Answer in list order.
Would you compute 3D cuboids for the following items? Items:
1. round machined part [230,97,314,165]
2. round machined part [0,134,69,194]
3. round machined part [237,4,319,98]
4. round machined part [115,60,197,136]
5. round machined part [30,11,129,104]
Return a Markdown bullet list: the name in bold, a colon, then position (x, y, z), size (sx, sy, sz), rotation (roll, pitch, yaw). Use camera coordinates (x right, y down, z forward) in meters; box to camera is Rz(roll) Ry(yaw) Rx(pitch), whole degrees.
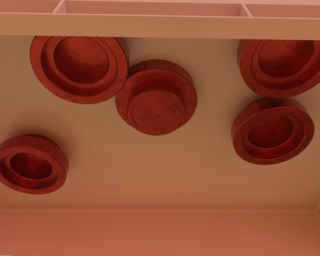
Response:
- **round machined part**: position (0.141, 0.000, 0.400), size (0.099, 0.042, 0.097), rotation (-1, 130, 0)
- **round machined part**: position (-0.178, 0.047, 0.435), size (0.099, 0.042, 0.097), rotation (-1, 130, 0)
- **round machined part**: position (0.131, -0.083, 0.329), size (0.099, 0.042, 0.097), rotation (-1, 130, 0)
- **round machined part**: position (-0.004, -0.029, 0.373), size (0.099, 0.042, 0.097), rotation (-1, 130, 0)
- **round machined part**: position (-0.082, -0.077, 0.331), size (0.099, 0.042, 0.097), rotation (-1, 130, 0)
